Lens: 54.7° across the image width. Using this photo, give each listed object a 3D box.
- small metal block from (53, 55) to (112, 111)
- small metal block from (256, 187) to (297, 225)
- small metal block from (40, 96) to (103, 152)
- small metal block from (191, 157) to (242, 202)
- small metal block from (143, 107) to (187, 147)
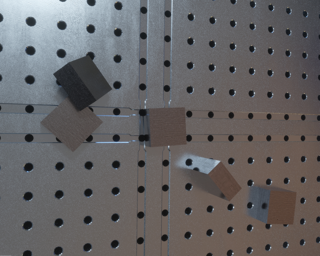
[{"bbox_3d":[-0.089,-0.054,0.365,0.025,0.050,0.050,-29,103,22],"label":"small metal block"},{"bbox_3d":[0.181,0.121,0.482,0.050,0.025,0.050,8,87,-20],"label":"small metal block"},{"bbox_3d":[-0.106,-0.007,0.374,0.050,0.025,0.050,46,76,-15],"label":"small metal block"},{"bbox_3d":[0.077,0.070,0.429,0.025,0.050,0.050,-42,104,-15],"label":"small metal block"},{"bbox_3d":[0.007,-0.002,0.416,0.050,0.025,0.050,-3,91,-20],"label":"small metal block"}]
